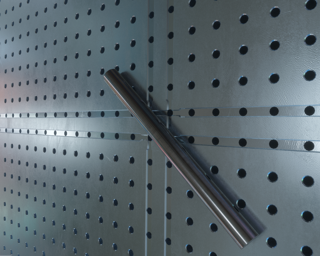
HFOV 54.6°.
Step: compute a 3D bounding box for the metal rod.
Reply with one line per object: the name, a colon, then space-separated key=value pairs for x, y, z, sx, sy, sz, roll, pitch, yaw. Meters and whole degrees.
metal rod: x=0.011 y=0.021 z=0.401 sx=0.300 sy=0.025 sz=0.025 roll=50 pitch=119 yaw=28
